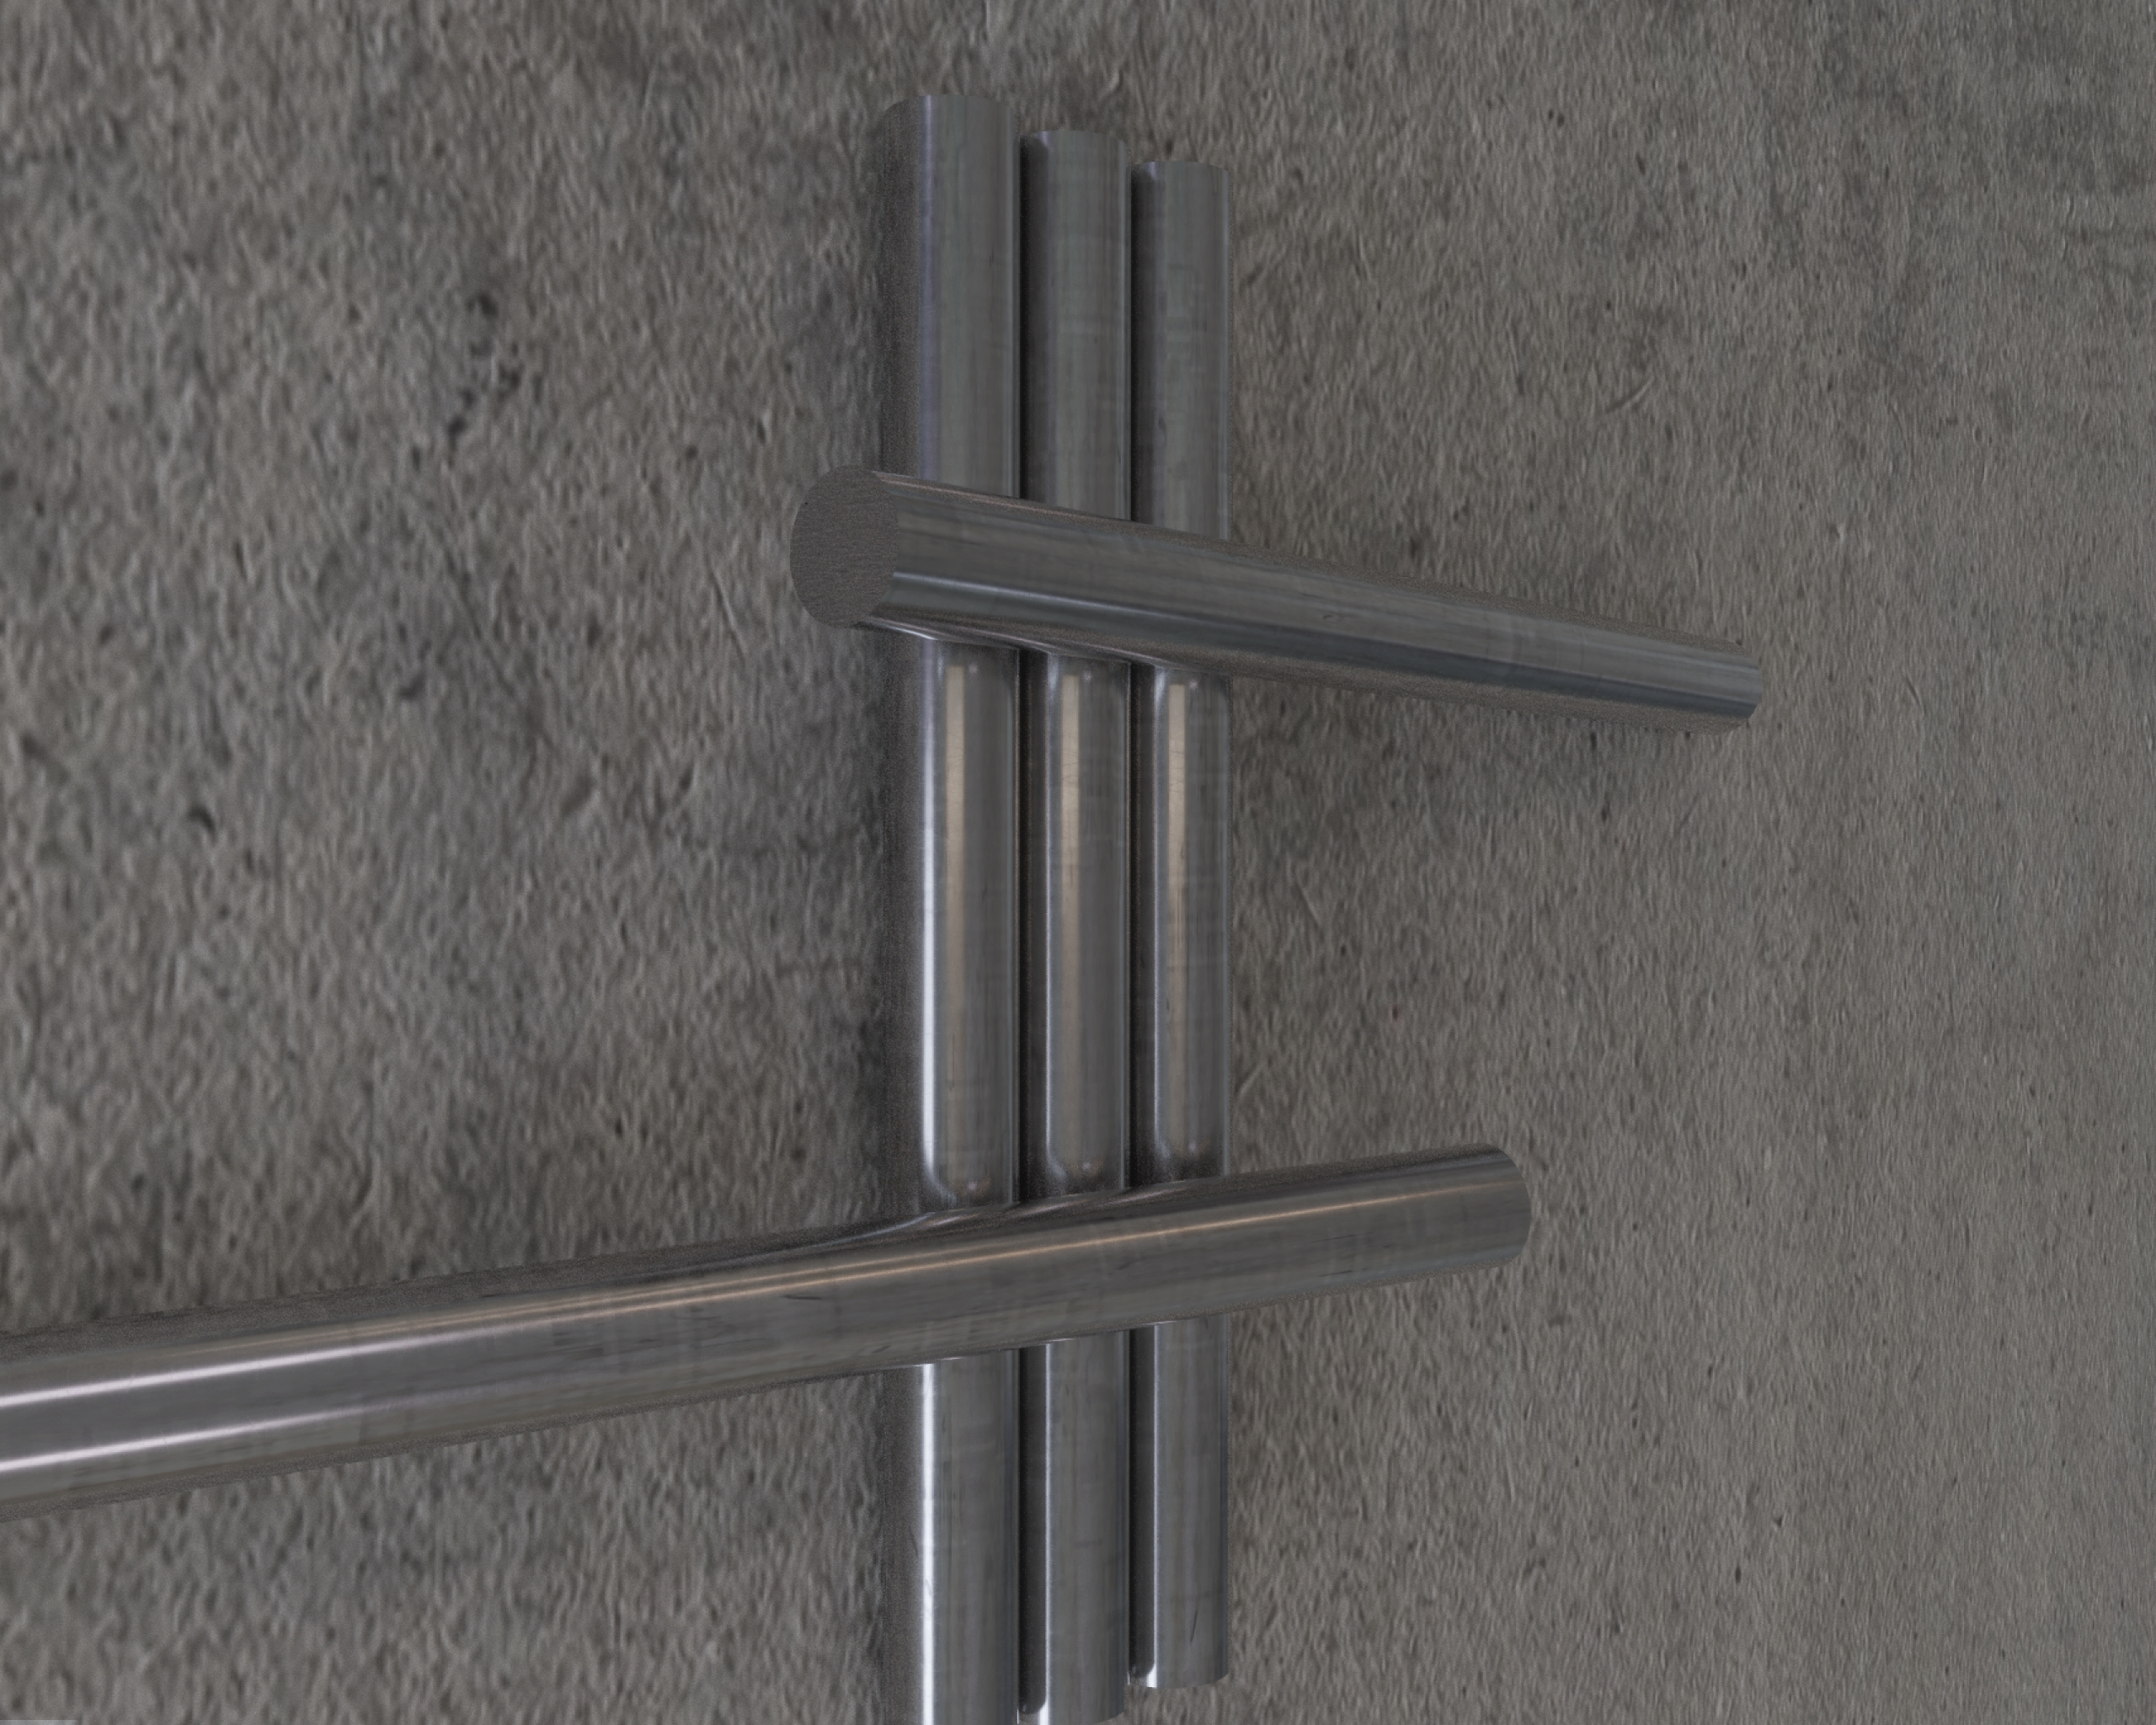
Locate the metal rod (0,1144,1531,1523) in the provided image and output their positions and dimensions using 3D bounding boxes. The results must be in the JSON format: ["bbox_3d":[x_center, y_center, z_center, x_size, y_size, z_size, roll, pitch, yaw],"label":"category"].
[{"bbox_3d":[-0.046,0.073,0.340,0.303,0.025,0.025,-2,91,-32],"label":"metal rod"}]

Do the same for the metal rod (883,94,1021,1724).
[{"bbox_3d":[-0.023,0.012,0.384,0.025,0.025,0.298,0,90,-40],"label":"metal rod"}]

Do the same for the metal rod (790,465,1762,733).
[{"bbox_3d":[0.065,-0.047,0.432,0.302,0.025,0.025,1,90,-48],"label":"metal rod"}]

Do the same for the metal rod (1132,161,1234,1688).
[{"bbox_3d":[0.019,0.012,0.419,0.025,0.025,0.298,0,90,-40],"label":"metal rod"}]

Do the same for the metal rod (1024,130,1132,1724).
[{"bbox_3d":[-0.002,0.012,0.402,0.025,0.025,0.298,0,90,-40],"label":"metal rod"}]
